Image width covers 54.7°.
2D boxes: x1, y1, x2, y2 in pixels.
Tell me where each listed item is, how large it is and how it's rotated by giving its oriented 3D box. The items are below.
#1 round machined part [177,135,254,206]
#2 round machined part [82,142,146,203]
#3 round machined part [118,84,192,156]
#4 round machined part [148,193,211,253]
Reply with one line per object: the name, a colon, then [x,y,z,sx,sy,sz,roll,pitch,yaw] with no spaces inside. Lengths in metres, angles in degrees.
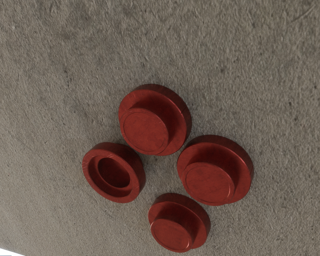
round machined part: [0.067,0.061,0.398,0.098,0.042,0.097,13,124,21]
round machined part: [-0.065,0.062,0.469,0.098,0.042,0.097,13,124,21]
round machined part: [-0.012,-0.004,0.400,0.098,0.042,0.097,13,124,21]
round machined part: [0.025,0.152,0.477,0.098,0.042,0.097,13,124,21]
